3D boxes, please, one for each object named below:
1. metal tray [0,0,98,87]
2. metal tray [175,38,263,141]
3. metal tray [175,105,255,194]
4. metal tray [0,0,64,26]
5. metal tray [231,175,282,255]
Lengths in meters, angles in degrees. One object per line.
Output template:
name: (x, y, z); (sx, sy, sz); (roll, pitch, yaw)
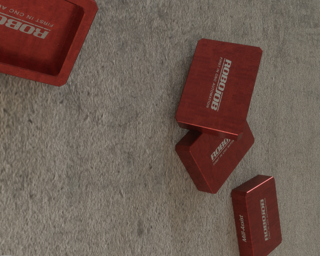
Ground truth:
metal tray: (-0.130, -0.093, 0.260); (0.131, 0.030, 0.089); (11, 119, -40)
metal tray: (0.082, -0.055, 0.430); (0.030, 0.090, 0.130); (59, 46, -69)
metal tray: (0.089, 0.024, 0.476); (0.131, 0.030, 0.090); (-44, 117, -31)
metal tray: (-0.131, -0.171, 0.291); (0.091, 0.030, 0.129); (10, 84, -40)
metal tray: (0.172, 0.158, 0.546); (0.091, 0.030, 0.129); (-17, 101, -39)
